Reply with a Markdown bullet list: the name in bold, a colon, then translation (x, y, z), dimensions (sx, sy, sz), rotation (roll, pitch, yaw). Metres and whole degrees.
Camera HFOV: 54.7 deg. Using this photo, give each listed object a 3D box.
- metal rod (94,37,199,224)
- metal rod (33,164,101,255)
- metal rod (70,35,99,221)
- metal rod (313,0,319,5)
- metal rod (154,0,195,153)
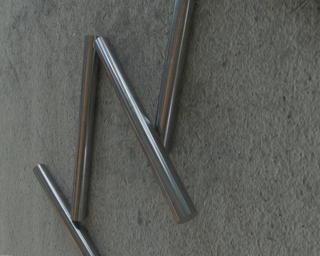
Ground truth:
- **metal rod**: translation (-0.031, -0.018, 0.403), dimensions (0.025, 0.025, 0.299), rotation (-48, 54, 29)
- **metal rod**: translation (-0.142, 0.171, 0.522), dimensions (0.300, 0.025, 0.025), rotation (46, 118, 30)
- **metal rod**: translation (-0.121, 0.003, 0.505), dimensions (0.025, 0.025, 0.298), rotation (10, 96, 39)
- **metal rod**: translation (0.145, -0.133, 0.285), dimensions (0.025, 0.025, 0.300), rotation (-51, 60, 28)
- **metal rod**: translation (0.023, -0.112, 0.385), dimensions (0.025, 0.025, 0.298), rotation (16, 100, 39)
